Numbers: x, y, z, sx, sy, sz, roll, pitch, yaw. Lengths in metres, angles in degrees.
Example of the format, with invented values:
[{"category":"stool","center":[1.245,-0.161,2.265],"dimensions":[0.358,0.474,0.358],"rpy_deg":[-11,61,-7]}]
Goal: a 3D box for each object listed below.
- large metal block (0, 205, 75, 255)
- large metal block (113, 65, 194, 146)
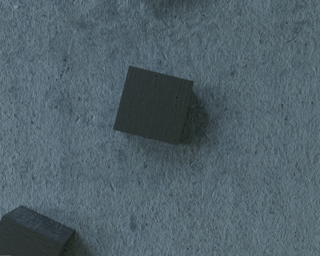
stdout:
[{"category":"large metal block","center":[-0.169,0.158,0.396],"dimensions":[0.080,0.050,0.080],"rpy_deg":[25,90,0]},{"category":"large metal block","center":[-0.008,-0.027,0.397],"dimensions":[0.080,0.050,0.080],"rpy_deg":[14,90,0]}]
